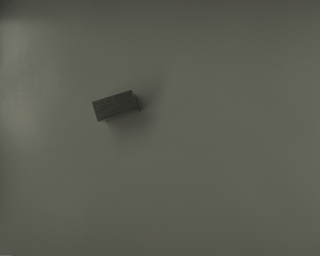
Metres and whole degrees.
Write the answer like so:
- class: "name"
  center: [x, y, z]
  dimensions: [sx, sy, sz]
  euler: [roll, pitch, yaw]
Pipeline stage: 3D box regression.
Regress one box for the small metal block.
- class: "small metal block"
  center: [-0.055, -0.027, 0.398]
  dimensions: [0.050, 0.050, 0.025]
  euler: [-17, 90, 0]
